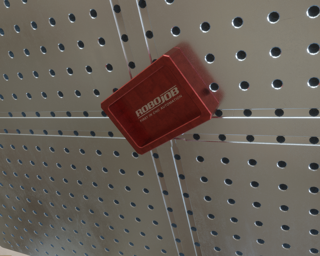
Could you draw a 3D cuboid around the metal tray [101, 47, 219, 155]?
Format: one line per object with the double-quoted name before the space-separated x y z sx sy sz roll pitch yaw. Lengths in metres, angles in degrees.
"metal tray" -0.004 -0.028 0.393 0.130 0.030 0.090 -30 102 38
